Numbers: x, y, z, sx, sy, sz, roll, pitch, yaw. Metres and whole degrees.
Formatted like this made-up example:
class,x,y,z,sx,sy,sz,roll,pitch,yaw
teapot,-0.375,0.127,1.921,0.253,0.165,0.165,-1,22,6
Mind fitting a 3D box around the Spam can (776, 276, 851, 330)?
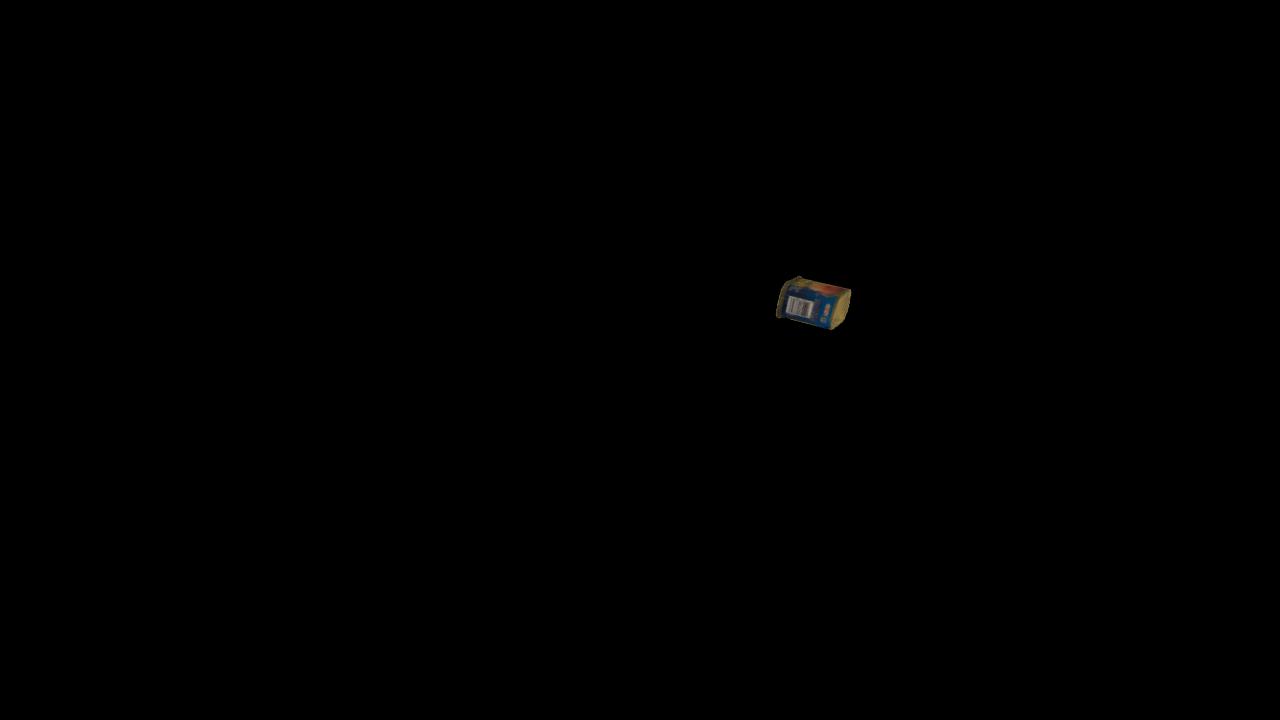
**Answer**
class,x,y,z,sx,sy,sz,roll,pitch,yaw
Spam can,0.266,-0.086,0.934,0.085,0.058,0.101,19,24,26
